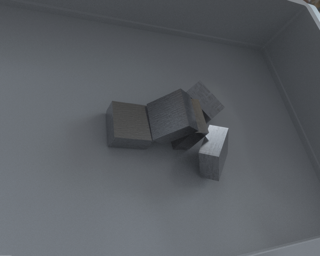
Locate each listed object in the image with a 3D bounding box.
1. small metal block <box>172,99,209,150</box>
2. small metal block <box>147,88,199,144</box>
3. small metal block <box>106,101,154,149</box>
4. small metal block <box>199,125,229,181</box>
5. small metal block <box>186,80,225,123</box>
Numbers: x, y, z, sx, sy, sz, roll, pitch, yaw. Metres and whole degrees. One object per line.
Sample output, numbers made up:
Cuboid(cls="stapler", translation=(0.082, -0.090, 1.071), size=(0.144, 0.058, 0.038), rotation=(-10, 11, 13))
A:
Cuboid(cls="small metal block", translation=(0.034, -0.004, 0.411), size=(0.025, 0.050, 0.050), rotation=(1, 61, -28))
Cuboid(cls="small metal block", translation=(0.015, -0.013, 0.382), size=(0.025, 0.050, 0.050), rotation=(26, 48, -54))
Cuboid(cls="small metal block", translation=(-0.038, -0.003, 0.385), size=(0.050, 0.025, 0.050), rotation=(6, 59, -25))
Cuboid(cls="small metal block", translation=(0.071, 0.033, 0.404), size=(0.025, 0.050, 0.050), rotation=(11, 48, 20))
Cuboid(cls="small metal block", translation=(0.060, -0.035, 0.440), size=(0.025, 0.050, 0.050), rotation=(-41, 85, -7))
